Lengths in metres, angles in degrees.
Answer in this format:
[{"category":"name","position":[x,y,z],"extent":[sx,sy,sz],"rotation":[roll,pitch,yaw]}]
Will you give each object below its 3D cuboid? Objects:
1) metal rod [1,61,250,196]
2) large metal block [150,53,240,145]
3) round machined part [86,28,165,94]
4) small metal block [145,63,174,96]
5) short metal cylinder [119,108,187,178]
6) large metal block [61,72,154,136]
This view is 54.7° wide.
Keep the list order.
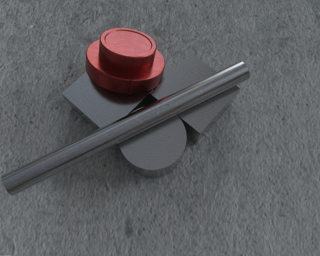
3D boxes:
[{"category":"metal rod","position":[-0.030,-0.005,0.357],"extent":[0.302,0.025,0.025],"rotation":[-27,73,-10]},{"category":"large metal block","position":[0.044,-0.038,0.411],"extent":[0.080,0.050,0.080],"rotation":[40,74,13]},{"category":"round machined part","position":[-0.041,-0.089,0.385],"extent":[0.099,0.042,0.098],"rotation":[8,43,-8]},{"category":"small metal block","position":[-0.010,-0.070,0.434],"extent":[0.050,0.025,0.050],"rotation":[41,75,13]},{"category":"short metal cylinder","position":[-0.009,0.018,0.389],"extent":[0.081,0.050,0.080],"rotation":[0,70,0]},{"category":"large metal block","position":[-0.065,-0.037,0.408],"extent":[0.080,0.050,0.080],"rotation":[40,75,13]}]
